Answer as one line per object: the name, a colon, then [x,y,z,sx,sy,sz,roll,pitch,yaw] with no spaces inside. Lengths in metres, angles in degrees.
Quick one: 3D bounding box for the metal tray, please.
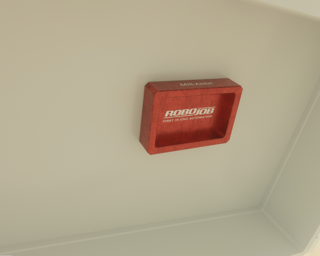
metal tray: [0.041,-0.017,0.416,0.131,0.030,0.089,-7,122,-25]
